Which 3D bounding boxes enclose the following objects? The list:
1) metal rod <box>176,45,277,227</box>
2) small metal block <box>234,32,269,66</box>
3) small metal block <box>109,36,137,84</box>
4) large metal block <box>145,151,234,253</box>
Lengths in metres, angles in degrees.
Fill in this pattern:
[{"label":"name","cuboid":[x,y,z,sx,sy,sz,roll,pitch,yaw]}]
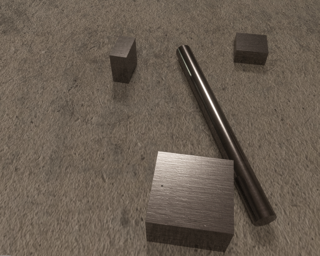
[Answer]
[{"label":"metal rod","cuboid":[0.074,-0.015,0.416,0.025,0.025,0.300,-10,51,-9]},{"label":"small metal block","cuboid":[0.151,-0.132,0.516,0.050,0.025,0.050,7,50,5]},{"label":"small metal block","cuboid":[-0.055,-0.104,0.474,0.025,0.050,0.050,9,51,7]},{"label":"large metal block","cuboid":[0.032,0.076,0.324,0.080,0.050,0.080,7,50,5]}]
